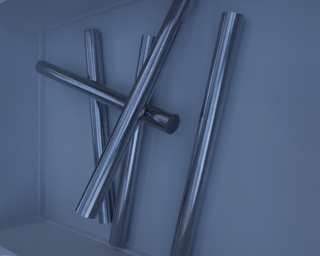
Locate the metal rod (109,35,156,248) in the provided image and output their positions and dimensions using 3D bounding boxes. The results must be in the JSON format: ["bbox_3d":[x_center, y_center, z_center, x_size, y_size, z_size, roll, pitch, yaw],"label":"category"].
[{"bbox_3d":[-0.037,0.024,0.435,0.025,0.025,0.298,16,100,38],"label":"metal rod"}]

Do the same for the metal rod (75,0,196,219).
[{"bbox_3d":[-0.023,-0.038,0.363,0.025,0.025,0.299,21,84,38],"label":"metal rod"}]

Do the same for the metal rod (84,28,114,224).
[{"bbox_3d":[-0.094,-0.006,0.481,0.025,0.025,0.298,-9,84,39],"label":"metal rod"}]

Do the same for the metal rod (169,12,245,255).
[{"bbox_3d":[0.052,0.021,0.362,0.025,0.025,0.298,18,101,38],"label":"metal rod"}]

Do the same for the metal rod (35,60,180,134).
[{"bbox_3d":[-0.095,-0.055,0.448,0.300,0.025,0.025,25,106,36],"label":"metal rod"}]
